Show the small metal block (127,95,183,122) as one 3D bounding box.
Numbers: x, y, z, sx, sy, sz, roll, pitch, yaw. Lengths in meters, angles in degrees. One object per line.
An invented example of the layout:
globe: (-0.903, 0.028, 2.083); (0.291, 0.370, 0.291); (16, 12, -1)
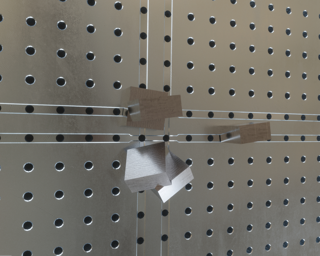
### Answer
small metal block: (-0.007, -0.023, 0.371); (0.050, 0.050, 0.025); (-7, 93, -20)

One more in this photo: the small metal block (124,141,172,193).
small metal block: (-0.014, 0.048, 0.383); (0.050, 0.050, 0.025); (-13, 130, 10)

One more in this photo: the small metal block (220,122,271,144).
small metal block: (0.122, 0.006, 0.446); (0.050, 0.050, 0.025); (-7, 93, -20)

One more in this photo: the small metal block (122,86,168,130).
small metal block: (-0.020, -0.025, 0.406); (0.050, 0.025, 0.050); (8, 88, -20)

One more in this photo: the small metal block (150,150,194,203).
small metal block: (0.006, 0.060, 0.400); (0.050, 0.050, 0.025); (-36, 132, -17)
